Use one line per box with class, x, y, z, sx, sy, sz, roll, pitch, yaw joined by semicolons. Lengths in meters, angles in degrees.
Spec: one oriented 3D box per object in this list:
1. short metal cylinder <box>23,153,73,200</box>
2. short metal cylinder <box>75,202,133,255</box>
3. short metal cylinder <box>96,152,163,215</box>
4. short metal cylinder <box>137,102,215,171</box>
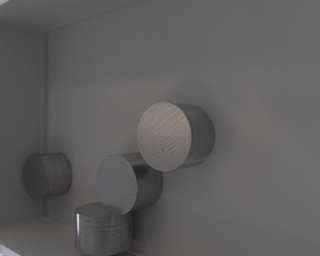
short metal cylinder;-0.203;0.085;0.558;0.080;0.050;0.080;0;90;40
short metal cylinder;-0.078;0.138;0.436;0.080;0.081;0.050;1;91;40
short metal cylinder;-0.043;0.074;0.426;0.080;0.050;0.080;0;90;40
short metal cylinder;0.019;0.010;0.375;0.080;0.050;0.080;0;90;40
